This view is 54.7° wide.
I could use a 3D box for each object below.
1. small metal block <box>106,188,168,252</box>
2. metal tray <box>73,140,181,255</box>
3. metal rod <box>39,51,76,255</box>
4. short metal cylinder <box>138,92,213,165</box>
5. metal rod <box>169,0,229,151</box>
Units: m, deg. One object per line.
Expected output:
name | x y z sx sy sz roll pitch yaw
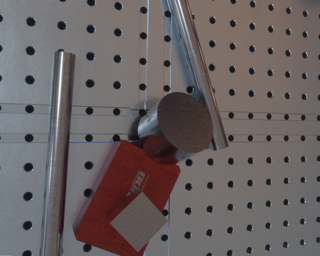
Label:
small metal block | -0.027 0.109 0.371 0.050 0.025 0.050 -43 104 -15
metal tray | -0.041 0.090 0.396 0.090 0.030 0.130 28 81 -18
metal rod | -0.123 0.060 0.367 0.025 0.025 0.298 4 89 -20
short metal cylinder | 0.019 0.001 0.392 0.081 0.050 0.080 14 61 -26
metal rod | 0.043 -0.114 0.429 0.025 0.025 0.298 -19 97 -19
